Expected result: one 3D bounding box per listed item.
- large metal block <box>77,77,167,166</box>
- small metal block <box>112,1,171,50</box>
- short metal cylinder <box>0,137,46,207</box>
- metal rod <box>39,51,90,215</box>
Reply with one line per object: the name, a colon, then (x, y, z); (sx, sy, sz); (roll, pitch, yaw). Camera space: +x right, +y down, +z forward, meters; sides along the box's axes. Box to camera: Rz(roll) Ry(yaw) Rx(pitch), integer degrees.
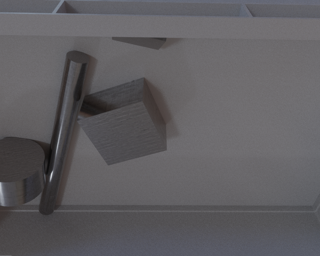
large metal block: (-0.043, -0.006, 0.387); (0.080, 0.050, 0.080); (-16, 129, 12)
small metal block: (-0.020, -0.099, 0.305); (0.050, 0.050, 0.025); (10, 93, -9)
short metal cylinder: (-0.198, 0.058, 0.420); (0.081, 0.080, 0.050); (9, 130, -8)
metal rod: (-0.141, 0.029, 0.431); (0.025, 0.025, 0.298); (15, 129, -13)
